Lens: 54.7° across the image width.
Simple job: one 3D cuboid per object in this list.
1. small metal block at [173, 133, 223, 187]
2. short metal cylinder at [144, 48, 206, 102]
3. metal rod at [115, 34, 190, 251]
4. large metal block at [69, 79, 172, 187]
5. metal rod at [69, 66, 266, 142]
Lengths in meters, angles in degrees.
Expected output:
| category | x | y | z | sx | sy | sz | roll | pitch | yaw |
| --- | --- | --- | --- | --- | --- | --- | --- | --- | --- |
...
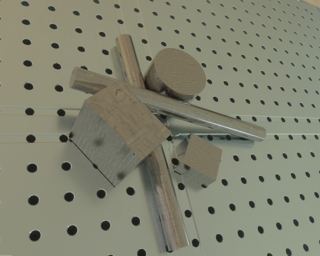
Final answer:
| category | x | y | z | sx | sy | sz | roll | pitch | yaw |
| --- | --- | --- | --- | --- | --- | --- | --- | --- | --- |
| small metal block | 0.051 | 0.042 | 0.413 | 0.050 | 0.025 | 0.050 | 29 | 52 | -10 |
| short metal cylinder | 0.018 | -0.067 | 0.444 | 0.081 | 0.050 | 0.080 | 14 | 56 | -21 |
| metal rod | -0.016 | 0.001 | 0.400 | 0.025 | 0.025 | 0.299 | -2 | 63 | -29 |
| large metal block | -0.047 | 0.008 | 0.342 | 0.080 | 0.080 | 0.050 | 46 | 51 | 4 |
| metal rod | 0.031 | -0.023 | 0.416 | 0.302 | 0.025 | 0.025 | 15 | 56 | -29 |
